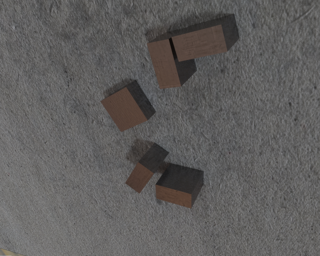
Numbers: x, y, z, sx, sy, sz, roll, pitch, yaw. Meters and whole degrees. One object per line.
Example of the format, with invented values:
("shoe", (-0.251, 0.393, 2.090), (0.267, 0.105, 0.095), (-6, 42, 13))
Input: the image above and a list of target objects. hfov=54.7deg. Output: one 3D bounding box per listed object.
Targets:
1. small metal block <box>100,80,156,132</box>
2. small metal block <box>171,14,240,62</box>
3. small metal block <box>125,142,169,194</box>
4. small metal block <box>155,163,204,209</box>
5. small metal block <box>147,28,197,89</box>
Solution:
("small metal block", (-0.042, -0.028, 0.412), (0.050, 0.025, 0.050), (-22, 107, 36))
("small metal block", (0.047, -0.091, 0.310), (0.050, 0.050, 0.025), (-5, 116, 30))
("small metal block", (-0.018, 0.056, 0.435), (0.025, 0.050, 0.050), (36, 129, 4))
("small metal block", (0.028, 0.078, 0.424), (0.050, 0.050, 0.025), (11, 123, 22))
("small metal block", (0.015, -0.076, 0.336), (0.025, 0.050, 0.050), (-3, 117, 30))
